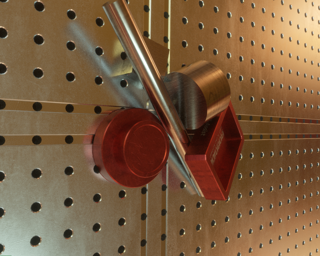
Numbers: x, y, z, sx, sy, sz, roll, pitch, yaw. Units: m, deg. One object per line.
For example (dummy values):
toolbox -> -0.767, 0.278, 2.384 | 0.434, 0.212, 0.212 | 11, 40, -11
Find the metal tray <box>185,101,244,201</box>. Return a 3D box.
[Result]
metal tray -> 0.085, 0.028, 0.452 | 0.090, 0.030, 0.130 | 61, 40, -31

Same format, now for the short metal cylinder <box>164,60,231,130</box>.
short metal cylinder -> 0.046, -0.044, 0.414 | 0.050, 0.080, 0.080 | -32, 110, -36

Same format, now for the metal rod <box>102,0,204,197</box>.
metal rod -> 0.010, -0.018, 0.398 | 0.025, 0.025, 0.299 | -47, 126, -30

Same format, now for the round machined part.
round machined part -> -0.027, 0.024, 0.376 | 0.099, 0.042, 0.097 | 0, 90, -40

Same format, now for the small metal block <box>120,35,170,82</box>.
small metal block -> -0.018, -0.085, 0.396 | 0.050, 0.025, 0.050 | 17, 79, -39
